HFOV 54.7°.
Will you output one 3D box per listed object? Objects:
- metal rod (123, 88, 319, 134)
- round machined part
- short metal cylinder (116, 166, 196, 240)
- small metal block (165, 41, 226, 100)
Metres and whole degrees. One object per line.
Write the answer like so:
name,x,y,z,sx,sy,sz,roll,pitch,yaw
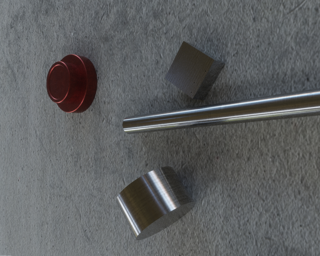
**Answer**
metal rod,0.072,-0.016,0.344,0.300,0.025,0.025,-6,86,39
round machined part,-0.153,-0.074,0.517,0.098,0.042,0.097,0,90,39
short metal cylinder,-0.005,0.090,0.371,0.080,0.081,0.050,-48,62,29
small metal block,0.041,-0.068,0.370,0.050,0.025,0.050,42,115,31
